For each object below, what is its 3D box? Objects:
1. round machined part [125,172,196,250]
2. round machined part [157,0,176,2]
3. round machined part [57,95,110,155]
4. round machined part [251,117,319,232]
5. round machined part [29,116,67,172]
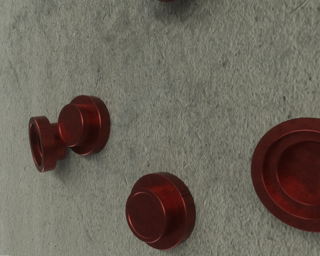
[{"bbox_3d":[-0.006,0.108,0.399,0.098,0.042,0.097,0,90,40],"label":"round machined part"},{"bbox_3d":[0.017,-0.204,0.380,0.098,0.042,0.097,0,90,40],"label":"round machined part"},{"bbox_3d":[-0.128,-0.005,0.500,0.098,0.042,0.097,0,90,40],"label":"round machined part"},{"bbox_3d":[0.138,0.039,0.280,0.098,0.042,0.097,0,90,40],"label":"round machined part"},{"bbox_3d":[-0.196,0.026,0.545,0.098,0.042,0.097,19,114,53],"label":"round machined part"}]
